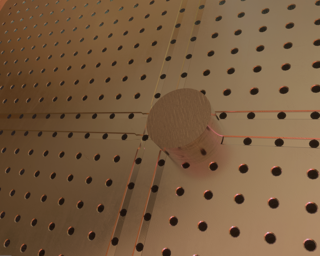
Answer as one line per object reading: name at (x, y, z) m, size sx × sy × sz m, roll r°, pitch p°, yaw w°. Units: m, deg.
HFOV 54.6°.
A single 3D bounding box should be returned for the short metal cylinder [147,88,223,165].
short metal cylinder at (0.031, -0.001, 0.378) m, size 0.080 × 0.050 × 0.080 m, roll -13°, pitch 56°, yaw 21°
